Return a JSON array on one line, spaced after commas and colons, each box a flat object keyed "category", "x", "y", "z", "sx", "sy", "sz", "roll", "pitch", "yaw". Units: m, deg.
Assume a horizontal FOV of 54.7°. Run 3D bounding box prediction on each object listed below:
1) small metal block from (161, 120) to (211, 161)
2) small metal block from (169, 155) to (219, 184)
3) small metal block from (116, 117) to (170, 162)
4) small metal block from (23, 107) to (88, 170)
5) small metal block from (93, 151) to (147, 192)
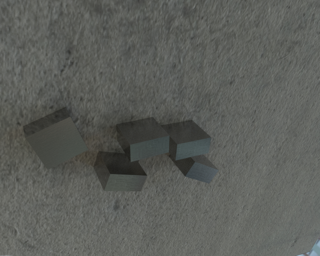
[{"category": "small metal block", "x": 0.033, "y": 0.015, "z": 0.420, "sx": 0.050, "sy": 0.050, "sz": 0.025, "roll": -10, "pitch": 123, "yaw": -24}, {"category": "small metal block", "x": 0.049, "y": 0.051, "z": 0.451, "sx": 0.050, "sy": 0.050, "sz": 0.025, "roll": 22, "pitch": 106, "yaw": -37}, {"category": "small metal block", "x": -0.022, "y": 0.013, "z": 0.388, "sx": 0.050, "sy": 0.050, "sz": 0.025, "roll": -12, "pitch": 124, "yaw": -22}, {"category": "small metal block", "x": -0.117, "y": 0.012, "z": 0.351, "sx": 0.050, "sy": 0.025, "sz": 0.050, "roll": -27, "pitch": 128, "yaw": -12}, {"category": "small metal block", "x": -0.052, "y": 0.056, "z": 0.398, "sx": 0.050, "sy": 0.050, "sz": 0.025, "roll": 8, "pitch": 114, "yaw": -33}]
